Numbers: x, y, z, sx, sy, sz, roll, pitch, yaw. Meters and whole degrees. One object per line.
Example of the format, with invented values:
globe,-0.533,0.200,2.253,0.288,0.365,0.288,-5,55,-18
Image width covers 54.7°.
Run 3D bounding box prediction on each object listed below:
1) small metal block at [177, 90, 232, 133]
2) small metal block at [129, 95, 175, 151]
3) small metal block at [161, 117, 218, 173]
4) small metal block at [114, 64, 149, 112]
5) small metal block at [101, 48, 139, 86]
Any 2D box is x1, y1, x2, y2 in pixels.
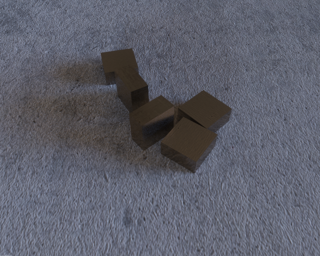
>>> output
small metal block,0.060,-0.018,0.419,0.050,0.025,0.050,-36,59,-26
small metal block,-0.010,-0.006,0.392,0.050,0.050,0.025,-33,58,-24
small metal block,0.036,0.020,0.386,0.050,0.025,0.050,29,56,22
small metal block,-0.039,-0.051,0.429,0.025,0.050,0.050,-24,54,-19
small metal block,-0.063,-0.096,0.483,0.050,0.025,0.050,-11,51,-9
